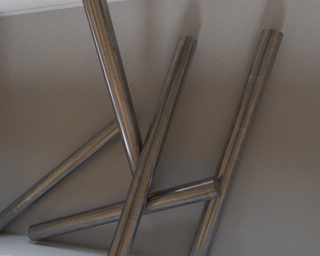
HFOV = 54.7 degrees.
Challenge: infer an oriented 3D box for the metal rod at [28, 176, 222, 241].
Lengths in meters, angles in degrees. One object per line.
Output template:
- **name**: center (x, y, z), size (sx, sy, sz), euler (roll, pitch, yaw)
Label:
- **metal rod**: center (-0.064, 0.114, 0.418), size (0.300, 0.025, 0.025), euler (-20, 84, 23)

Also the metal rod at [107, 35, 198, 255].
- **metal rod**: center (-0.009, 0.028, 0.382), size (0.025, 0.025, 0.299), euler (16, 84, 19)

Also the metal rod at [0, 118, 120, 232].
- **metal rod**: center (-0.158, 0.076, 0.464), size (0.300, 0.025, 0.025), euler (-38, 78, 15)

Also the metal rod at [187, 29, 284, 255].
- **metal rod**: center (0.089, 0.030, 0.378), size (0.025, 0.025, 0.298), euler (19, 96, 18)

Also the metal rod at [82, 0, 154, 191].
- **metal rod**: center (-0.051, -0.053, 0.364), size (0.025, 0.025, 0.298), euler (-5, 113, 19)
